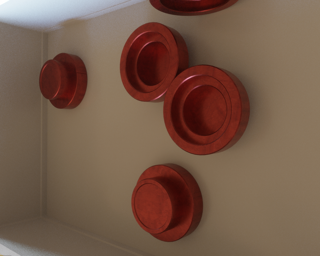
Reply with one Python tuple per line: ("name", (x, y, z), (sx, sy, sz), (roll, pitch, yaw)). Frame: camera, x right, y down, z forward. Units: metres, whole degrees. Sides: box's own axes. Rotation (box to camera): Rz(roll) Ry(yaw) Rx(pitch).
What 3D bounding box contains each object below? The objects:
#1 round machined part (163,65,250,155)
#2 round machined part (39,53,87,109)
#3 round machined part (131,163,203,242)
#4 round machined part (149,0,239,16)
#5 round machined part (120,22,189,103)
("round machined part", (0.055, -0.020, 0.349), (0.098, 0.042, 0.097), (1, 92, 38))
("round machined part", (-0.174, -0.082, 0.540), (0.098, 0.042, 0.097), (0, 90, 40))
("round machined part", (0.002, 0.096, 0.395), (0.098, 0.042, 0.097), (0, 90, 40))
("round machined part", (0.037, -0.158, 0.329), (0.098, 0.099, 0.042), (-3, 89, 40))
("round machined part", (-0.003, -0.081, 0.398), (0.098, 0.042, 0.097), (0, 90, 40))
